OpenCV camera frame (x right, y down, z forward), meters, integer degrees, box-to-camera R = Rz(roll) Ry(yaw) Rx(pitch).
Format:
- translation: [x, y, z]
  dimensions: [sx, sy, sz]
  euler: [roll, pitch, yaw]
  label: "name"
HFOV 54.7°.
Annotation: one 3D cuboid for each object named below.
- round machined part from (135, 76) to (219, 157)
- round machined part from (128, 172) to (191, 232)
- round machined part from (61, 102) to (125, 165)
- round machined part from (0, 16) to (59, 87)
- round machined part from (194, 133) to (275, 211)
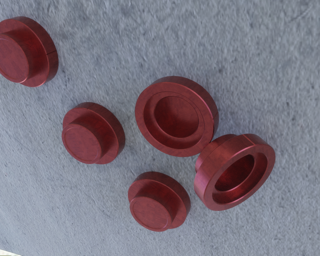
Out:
- translation: [0.023, -0.017, 0.372]
  dimensions: [0.098, 0.042, 0.097]
  euler: [13, 124, 20]
  label: "round machined part"
- translation: [-0.007, 0.118, 0.471]
  dimensions: [0.098, 0.042, 0.097]
  euler: [13, 124, 20]
  label: "round machined part"
- translation: [-0.105, 0.014, 0.458]
  dimensions: [0.098, 0.042, 0.097]
  euler: [13, 124, 20]
  label: "round machined part"
- translation: [-0.196, -0.102, 0.433]
  dimensions: [0.098, 0.042, 0.097]
  euler: [13, 124, 20]
  label: "round machined part"
- translation: [0.080, 0.046, 0.358]
  dimensions: [0.042, 0.099, 0.097]
  euler: [50, 142, 44]
  label: "round machined part"
